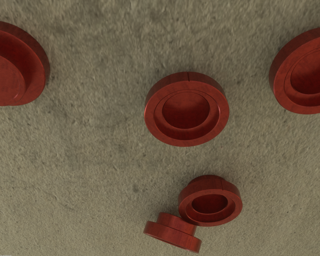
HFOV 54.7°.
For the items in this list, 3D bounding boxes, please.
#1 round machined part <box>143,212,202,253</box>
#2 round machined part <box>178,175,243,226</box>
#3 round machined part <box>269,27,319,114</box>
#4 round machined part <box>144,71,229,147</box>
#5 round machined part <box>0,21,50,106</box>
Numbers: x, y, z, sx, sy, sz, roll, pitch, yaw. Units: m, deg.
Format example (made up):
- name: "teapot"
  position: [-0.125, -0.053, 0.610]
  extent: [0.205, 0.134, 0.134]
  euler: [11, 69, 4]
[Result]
- name: "round machined part"
  position: [0.025, 0.175, 0.526]
  extent: [0.098, 0.042, 0.098]
  euler: [18, 159, 7]
- name: "round machined part"
  position: [0.078, 0.112, 0.493]
  extent: [0.099, 0.042, 0.097]
  euler: [-1, 130, 0]
- name: "round machined part"
  position: [0.170, -0.066, 0.343]
  extent: [0.099, 0.042, 0.097]
  euler: [-1, 130, 0]
- name: "round machined part"
  position: [0.031, -0.026, 0.374]
  extent: [0.099, 0.042, 0.097]
  euler: [-1, 130, 0]
- name: "round machined part"
  position: [-0.177, -0.063, 0.340]
  extent: [0.099, 0.042, 0.097]
  euler: [-1, 130, 0]
